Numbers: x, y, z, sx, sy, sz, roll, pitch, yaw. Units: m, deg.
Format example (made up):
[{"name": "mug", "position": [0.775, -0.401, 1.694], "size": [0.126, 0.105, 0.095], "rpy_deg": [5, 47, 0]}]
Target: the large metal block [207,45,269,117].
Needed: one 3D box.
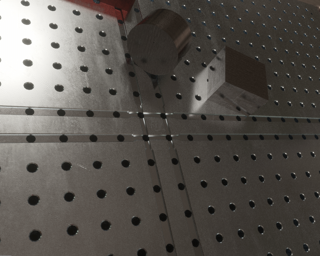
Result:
[{"name": "large metal block", "position": [0.127, -0.076, 0.509], "size": [0.080, 0.050, 0.080], "rpy_deg": [20, 54, -17]}]

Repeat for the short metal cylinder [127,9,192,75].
[{"name": "short metal cylinder", "position": [0.000, -0.124, 0.450], "size": [0.080, 0.080, 0.050], "rpy_deg": [37, 51, -4]}]

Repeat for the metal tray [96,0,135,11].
[{"name": "metal tray", "position": [-0.103, -0.251, 0.503], "size": [0.131, 0.030, 0.090], "rpy_deg": [12, 57, -22]}]
